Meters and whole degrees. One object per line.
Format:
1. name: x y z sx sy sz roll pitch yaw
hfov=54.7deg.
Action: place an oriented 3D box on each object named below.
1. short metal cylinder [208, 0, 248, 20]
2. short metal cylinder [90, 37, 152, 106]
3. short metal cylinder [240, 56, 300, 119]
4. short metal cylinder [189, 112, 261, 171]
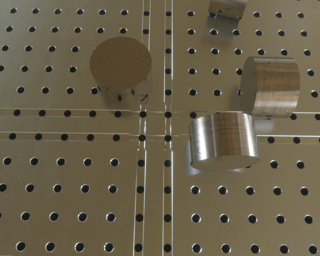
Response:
1. short metal cylinder: 0.108 -0.207 0.459 0.050 0.080 0.080 17 71 5
2. short metal cylinder: -0.051 -0.077 0.426 0.081 0.050 0.080 0 70 0
3. short metal cylinder: 0.140 -0.052 0.403 0.050 0.080 0.080 1 70 0
4. short metal cylinder: 0.077 0.019 0.377 0.081 0.080 0.050 -2 70 -1
